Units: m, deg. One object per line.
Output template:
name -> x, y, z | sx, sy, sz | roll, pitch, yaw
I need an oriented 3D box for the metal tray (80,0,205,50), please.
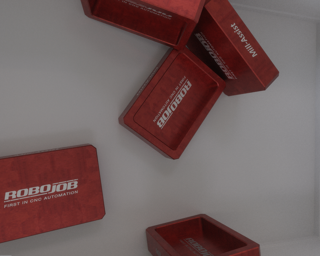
metal tray -> -0.023, -0.137, 0.350 | 0.131, 0.090, 0.030 | 19, 83, -4

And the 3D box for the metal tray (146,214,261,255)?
metal tray -> 0.045, 0.144, 0.372 | 0.091, 0.130, 0.030 | -8, 93, -20

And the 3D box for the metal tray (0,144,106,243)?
metal tray -> -0.136, 0.072, 0.358 | 0.131, 0.030, 0.089 | -8, 93, -20

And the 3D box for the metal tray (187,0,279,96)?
metal tray -> 0.083, -0.103, 0.406 | 0.030, 0.090, 0.130 | -45, 104, -14

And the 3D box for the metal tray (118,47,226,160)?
metal tray -> 0.018, -0.035, 0.414 | 0.090, 0.030, 0.130 | 38, 78, -16
